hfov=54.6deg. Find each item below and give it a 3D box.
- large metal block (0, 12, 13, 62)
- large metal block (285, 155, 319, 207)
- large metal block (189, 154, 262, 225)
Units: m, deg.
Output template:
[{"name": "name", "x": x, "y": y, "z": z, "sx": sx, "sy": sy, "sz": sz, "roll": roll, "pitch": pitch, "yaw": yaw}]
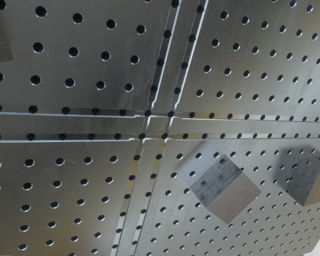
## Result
[{"name": "large metal block", "x": -0.172, "y": -0.092, "z": 0.244, "sx": 0.081, "sy": 0.050, "sz": 0.080, "roll": -16, "pitch": 125, "yaw": -19}, {"name": "large metal block", "x": 0.314, "y": 0.105, "z": 0.630, "sx": 0.081, "sy": 0.050, "sz": 0.079, "roll": -6, "pitch": 121, "yaw": -25}, {"name": "large metal block", "x": 0.110, "y": 0.103, "z": 0.518, "sx": 0.080, "sy": 0.050, "sz": 0.080, "roll": -45, "pitch": 129, "yaw": 3}]
